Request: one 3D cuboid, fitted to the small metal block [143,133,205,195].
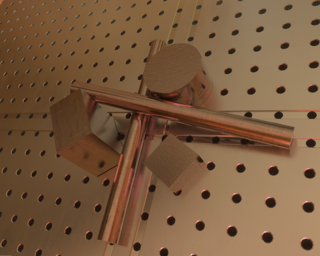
[{"bbox_3d":[0.017,0.042,0.373,0.050,0.025,0.050,-48,52,-6],"label":"small metal block"}]

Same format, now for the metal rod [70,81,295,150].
[{"bbox_3d":[0.008,-0.023,0.392,0.301,0.025,0.025,14,69,25],"label":"metal rod"}]

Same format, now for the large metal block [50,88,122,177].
[{"bbox_3d":[-0.096,0.007,0.416,0.050,0.080,0.080,-31,52,8],"label":"large metal block"}]

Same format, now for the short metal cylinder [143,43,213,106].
[{"bbox_3d":[0.025,-0.067,0.419,0.080,0.050,0.080,-13,56,20],"label":"short metal cylinder"}]

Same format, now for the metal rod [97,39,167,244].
[{"bbox_3d":[-0.031,0.000,0.423,0.025,0.025,0.300,-1,61,27],"label":"metal rod"}]
